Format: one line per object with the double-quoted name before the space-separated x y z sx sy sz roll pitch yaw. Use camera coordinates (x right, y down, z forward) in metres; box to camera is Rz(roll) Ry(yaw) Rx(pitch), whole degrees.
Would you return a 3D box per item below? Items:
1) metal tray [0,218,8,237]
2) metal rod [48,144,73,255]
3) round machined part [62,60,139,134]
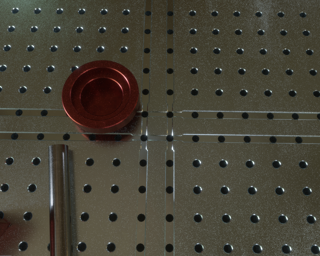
"metal tray" -0.231 0.147 0.321 0.030 0.090 0.130 30 73 10
"metal rod" -0.111 0.164 0.350 0.025 0.025 0.299 -7 70 -3
"round machined part" -0.077 -0.038 0.416 0.099 0.042 0.098 0 70 0
